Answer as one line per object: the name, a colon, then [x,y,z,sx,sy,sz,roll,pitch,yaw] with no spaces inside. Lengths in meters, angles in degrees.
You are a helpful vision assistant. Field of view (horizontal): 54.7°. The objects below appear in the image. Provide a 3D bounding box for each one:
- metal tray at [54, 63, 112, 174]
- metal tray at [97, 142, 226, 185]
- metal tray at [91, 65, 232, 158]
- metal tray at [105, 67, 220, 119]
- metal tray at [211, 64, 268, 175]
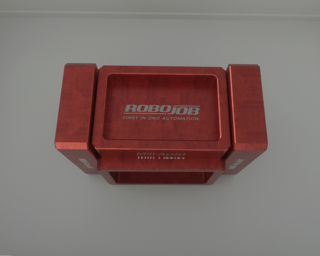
metal tray: [-0.080,-0.003,0.353,0.030,0.130,0.090,1,71,0]
metal tray: [0.001,0.043,0.356,0.131,0.090,0.030,0,70,0]
metal tray: [0.002,-0.017,0.315,0.131,0.030,0.090,1,70,0]
metal tray: [0.002,-0.041,0.387,0.131,0.090,0.030,0,71,0]
metal tray: [0.083,-0.002,0.353,0.030,0.130,0.090,1,71,0]
